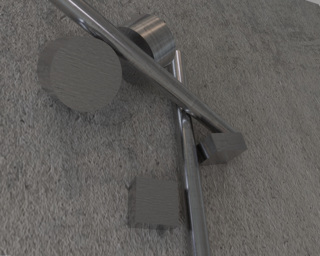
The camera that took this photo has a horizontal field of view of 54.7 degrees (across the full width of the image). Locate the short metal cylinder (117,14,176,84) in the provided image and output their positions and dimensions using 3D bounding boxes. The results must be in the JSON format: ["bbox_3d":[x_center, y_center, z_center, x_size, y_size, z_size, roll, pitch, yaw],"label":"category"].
[{"bbox_3d":[-0.026,-0.106,0.419,0.080,0.080,0.050,43,51,1],"label":"short metal cylinder"}]

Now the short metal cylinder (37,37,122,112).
[{"bbox_3d":[-0.091,-0.062,0.351,0.081,0.050,0.079,-12,111,-33],"label":"short metal cylinder"}]

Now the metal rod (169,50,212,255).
[{"bbox_3d":[0.035,0.017,0.411,0.025,0.025,0.299,10,57,-23],"label":"metal rod"}]

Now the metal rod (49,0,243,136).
[{"bbox_3d":[0.002,-0.061,0.385,0.301,0.025,0.025,36,49,-25],"label":"metal rod"}]

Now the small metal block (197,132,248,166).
[{"bbox_3d":[0.078,0.029,0.412,0.050,0.050,0.025,-1,63,-29],"label":"small metal block"}]

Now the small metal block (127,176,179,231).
[{"bbox_3d":[-0.008,0.085,0.347,0.050,0.025,0.050,12,57,-22],"label":"small metal block"}]
